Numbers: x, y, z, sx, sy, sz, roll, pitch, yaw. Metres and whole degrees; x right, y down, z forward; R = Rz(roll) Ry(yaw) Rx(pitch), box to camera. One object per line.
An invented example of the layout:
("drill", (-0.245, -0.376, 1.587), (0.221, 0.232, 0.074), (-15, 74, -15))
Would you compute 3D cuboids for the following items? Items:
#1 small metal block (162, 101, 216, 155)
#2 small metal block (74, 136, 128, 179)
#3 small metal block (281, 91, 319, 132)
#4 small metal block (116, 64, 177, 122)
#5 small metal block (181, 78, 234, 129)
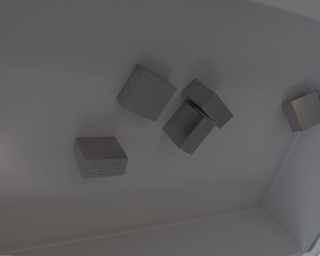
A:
("small metal block", (0.037, -0.001, 0.412), (0.025, 0.050, 0.050), (31, 101, -38))
("small metal block", (-0.073, 0.034, 0.374), (0.050, 0.050, 0.025), (-1, 119, -28))
("small metal block", (0.234, -0.026, 0.504), (0.050, 0.025, 0.050), (-22, 91, -15))
("small metal block", (-0.016, -0.042, 0.374), (0.050, 0.025, 0.050), (23, 106, -37))
("small metal block", (0.062, -0.032, 0.406), (0.025, 0.050, 0.050), (-45, 129, 3))
